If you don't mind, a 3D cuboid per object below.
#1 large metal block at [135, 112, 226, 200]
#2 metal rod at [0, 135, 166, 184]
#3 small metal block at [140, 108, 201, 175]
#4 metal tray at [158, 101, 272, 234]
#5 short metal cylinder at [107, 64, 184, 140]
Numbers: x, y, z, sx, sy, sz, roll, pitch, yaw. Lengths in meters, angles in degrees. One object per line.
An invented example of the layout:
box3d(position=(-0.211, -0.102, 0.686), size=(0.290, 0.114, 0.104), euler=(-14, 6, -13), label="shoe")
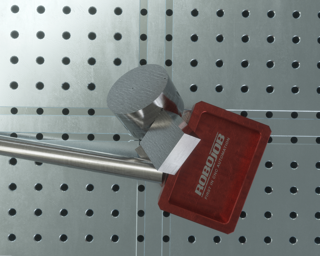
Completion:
box3d(position=(0.025, 0.035, 0.400), size=(0.080, 0.050, 0.080), euler=(-35, 90, 0), label="large metal block")
box3d(position=(-0.142, 0.031, 0.382), size=(0.301, 0.025, 0.025), euler=(8, 90, 11), label="metal rod")
box3d(position=(0.010, 0.015, 0.341), size=(0.025, 0.050, 0.050), euler=(21, 111, -39), label="small metal block")
box3d(position=(0.061, 0.044, 0.359), size=(0.090, 0.030, 0.129), euler=(21, 90, 0), label="metal tray")
box3d(position=(-0.017, -0.032, 0.379), size=(0.080, 0.080, 0.050), euler=(-35, 133, 0), label="short metal cylinder")
